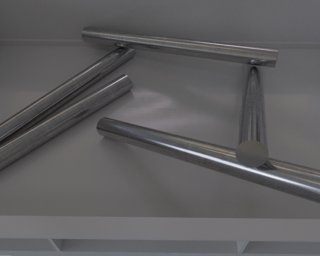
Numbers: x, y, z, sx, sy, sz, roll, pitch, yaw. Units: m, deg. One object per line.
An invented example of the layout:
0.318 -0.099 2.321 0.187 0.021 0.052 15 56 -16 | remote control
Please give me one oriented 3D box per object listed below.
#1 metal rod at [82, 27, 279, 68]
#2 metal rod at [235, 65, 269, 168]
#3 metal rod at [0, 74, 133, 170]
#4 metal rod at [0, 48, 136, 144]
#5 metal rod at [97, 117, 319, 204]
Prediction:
0.016 -0.123 0.459 0.301 0.025 0.025 13 51 20 | metal rod
0.112 -0.045 0.372 0.025 0.025 0.301 13 29 11 | metal rod
-0.157 0.010 0.395 0.302 0.025 0.025 -36 59 -27 | metal rod
-0.146 -0.043 0.439 0.025 0.025 0.301 33 57 24 | metal rod
0.037 0.024 0.310 0.300 0.025 0.025 13 47 41 | metal rod
